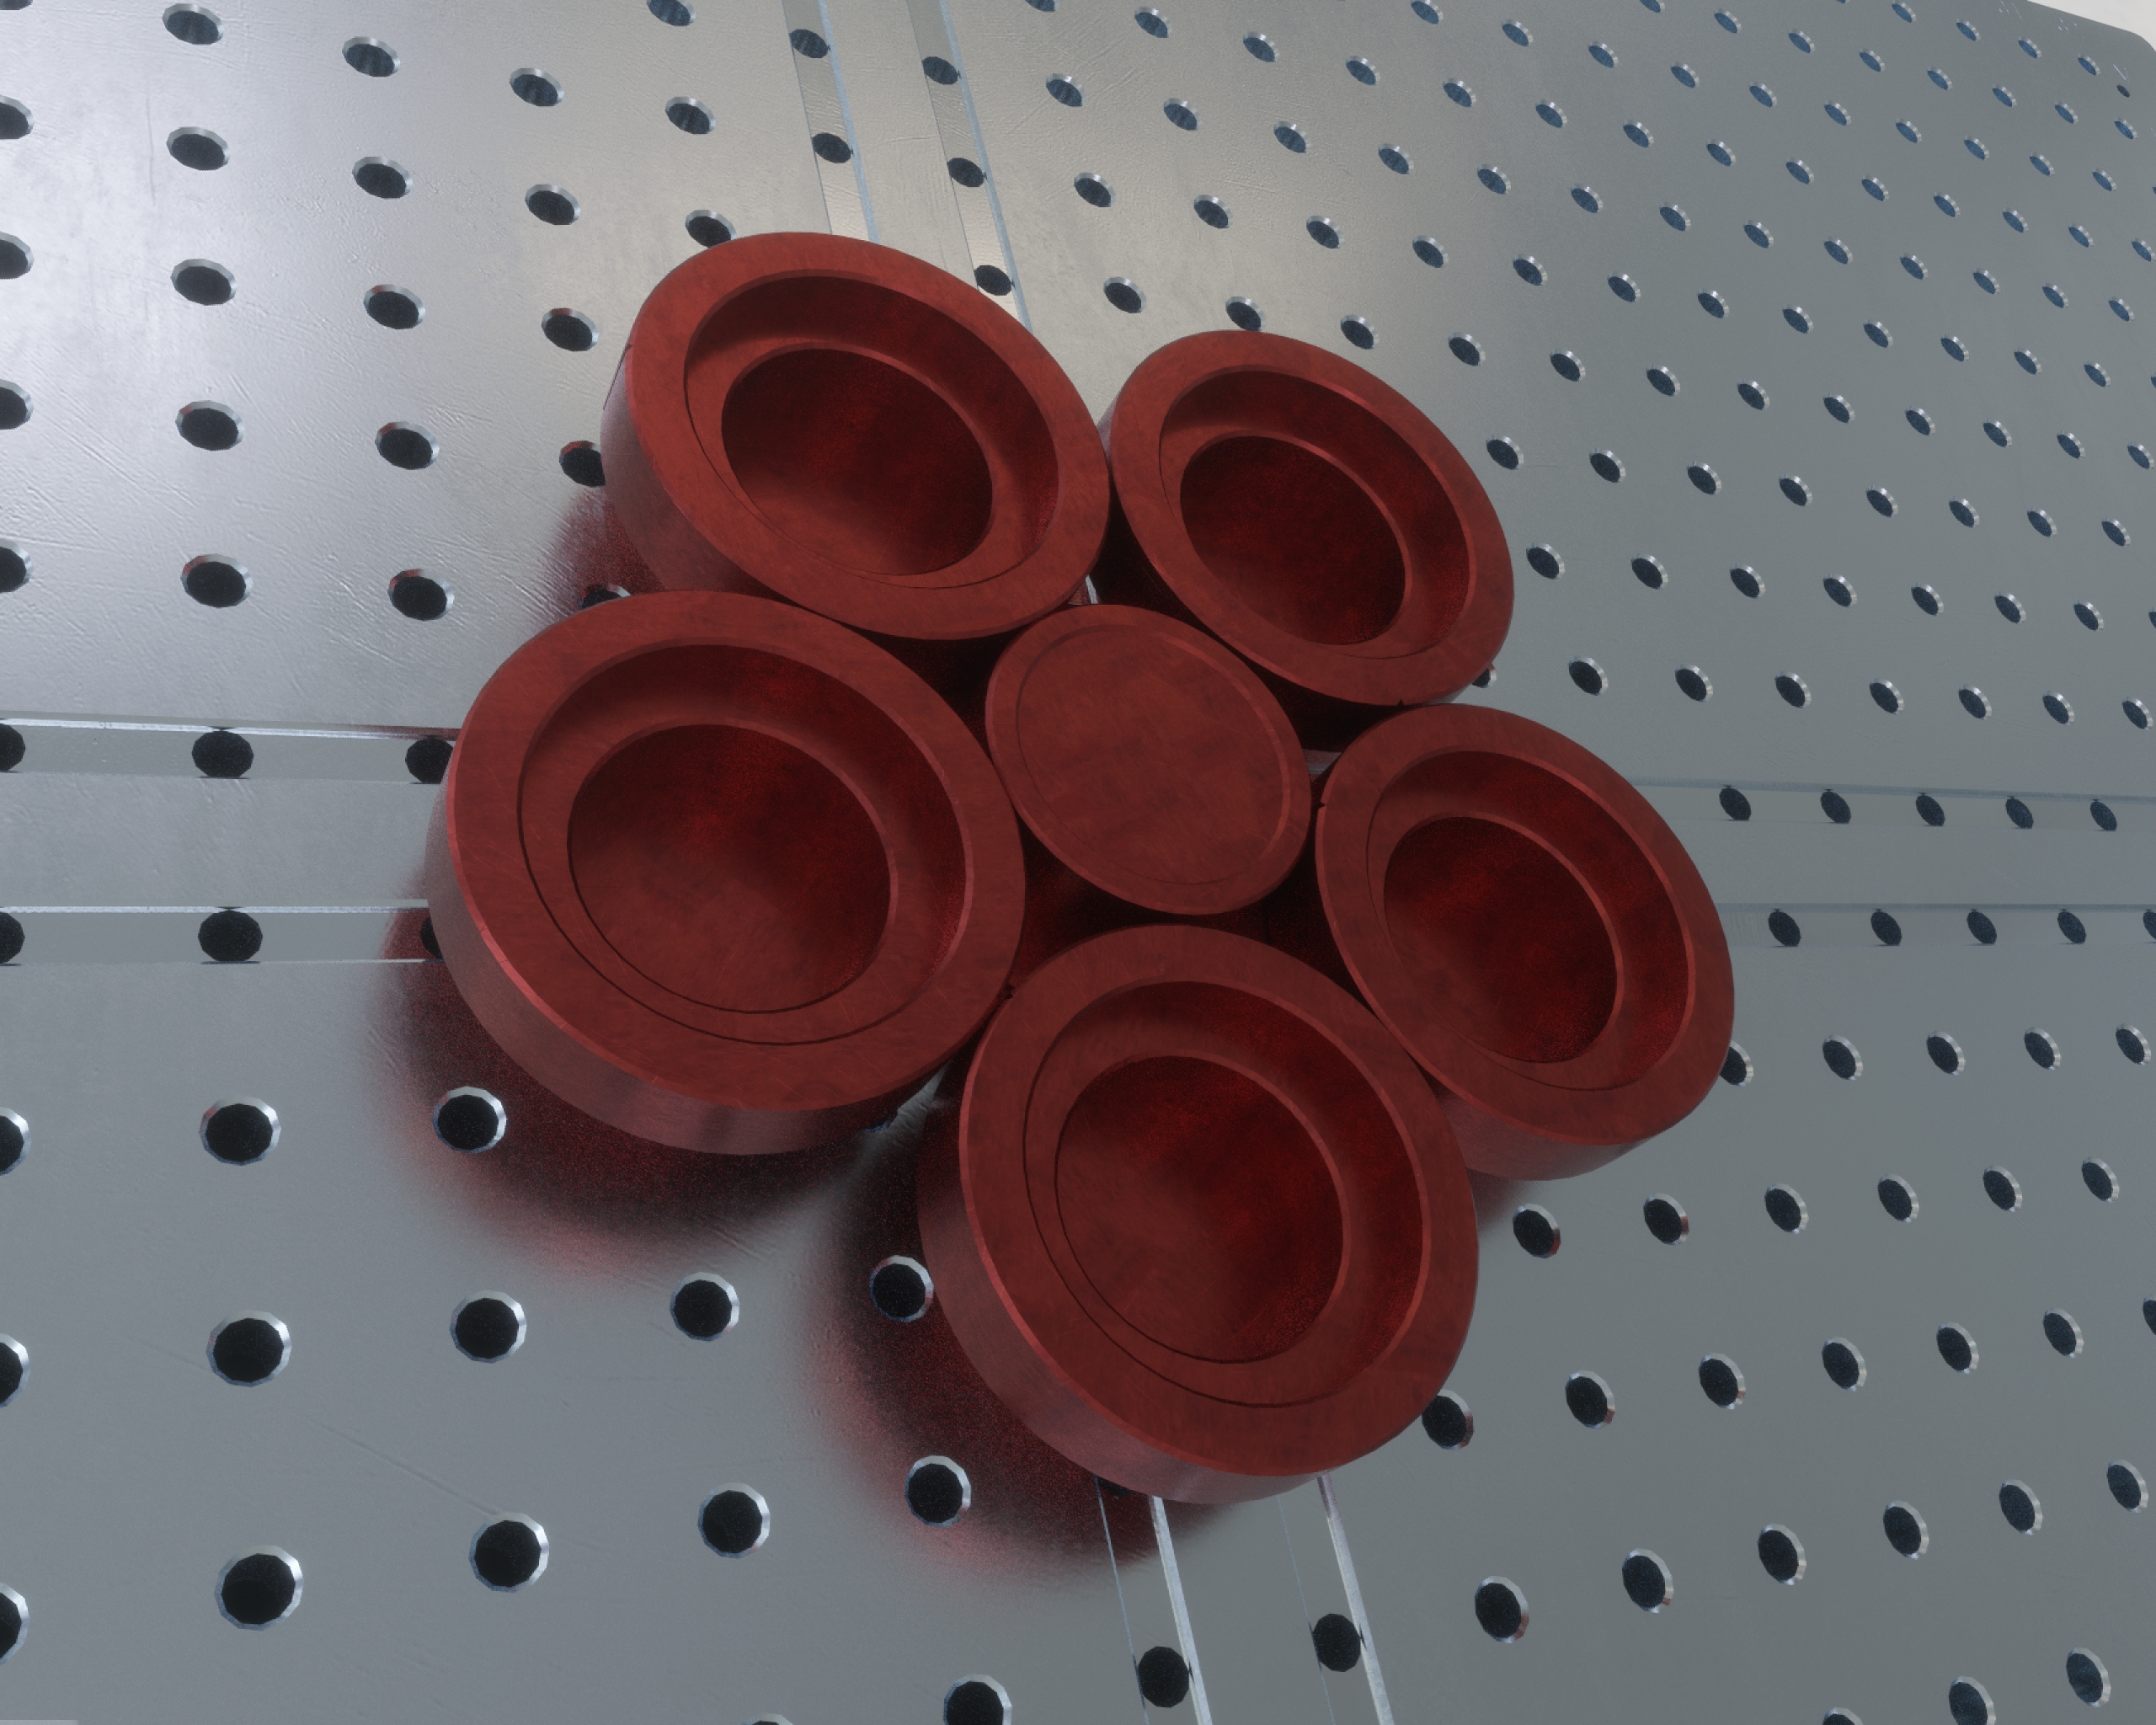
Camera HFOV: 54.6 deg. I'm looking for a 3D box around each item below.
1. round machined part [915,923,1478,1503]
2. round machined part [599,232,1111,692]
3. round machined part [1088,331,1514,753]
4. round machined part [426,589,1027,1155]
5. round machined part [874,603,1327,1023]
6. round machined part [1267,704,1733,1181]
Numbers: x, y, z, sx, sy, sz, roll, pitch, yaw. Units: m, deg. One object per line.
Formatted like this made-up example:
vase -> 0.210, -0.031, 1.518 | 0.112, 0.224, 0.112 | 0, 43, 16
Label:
round machined part -> 0.017, 0.063, 0.367 | 0.099, 0.042, 0.098 | 13, 56, -21
round machined part -> -0.047, -0.074, 0.417 | 0.099, 0.042, 0.098 | 13, 56, -21
round machined part -> 0.043, -0.065, 0.459 | 0.099, 0.042, 0.098 | 13, 56, -21
round machined part -> -0.062, 0.005, 0.360 | 0.099, 0.042, 0.098 | 13, 56, -21
round machined part -> 0.006, -0.011, 0.406 | 0.099, 0.042, 0.098 | 13, 56, -21
round machined part -> 0.081, 0.019, 0.428 | 0.099, 0.042, 0.098 | 13, 56, -21
